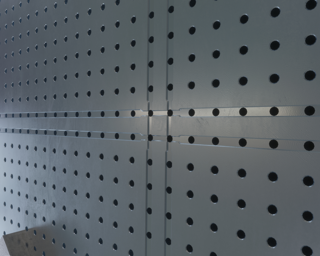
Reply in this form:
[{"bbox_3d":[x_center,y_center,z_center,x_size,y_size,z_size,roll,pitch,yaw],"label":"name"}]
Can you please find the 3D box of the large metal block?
[{"bbox_3d":[-0.302,0.273,0.645,0.080,0.050,0.080,52,120,27],"label":"large metal block"}]
